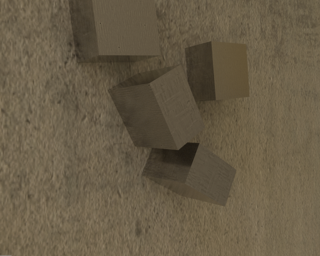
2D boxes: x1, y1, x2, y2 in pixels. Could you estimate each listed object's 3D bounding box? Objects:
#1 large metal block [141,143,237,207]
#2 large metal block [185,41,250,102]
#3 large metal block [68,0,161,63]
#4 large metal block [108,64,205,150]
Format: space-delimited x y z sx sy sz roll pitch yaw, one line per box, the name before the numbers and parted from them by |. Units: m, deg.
large metal block | 0.038 0.058 0.403 0.080 0.080 0.050 35 69 -35
large metal block | 0.087 -0.082 0.464 0.081 0.050 0.079 -9 96 -40
large metal block | -0.050 -0.118 0.347 0.081 0.050 0.079 -11 97 -40
large metal block | -0.005 -0.023 0.367 0.050 0.080 0.080 -37 113 -34
